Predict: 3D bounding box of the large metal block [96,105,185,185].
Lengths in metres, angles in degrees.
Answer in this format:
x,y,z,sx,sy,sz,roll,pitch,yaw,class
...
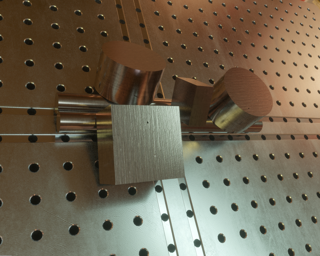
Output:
x,y,z,sx,sy,sz,roll,pitch,yaw,class
-0.023,0.019,0.346,0.081,0.050,0.080,-1,82,-29,large metal block

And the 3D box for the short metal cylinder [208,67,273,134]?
x,y,z,sx,sy,sz,roll,pitch,yaw,class
0.110,-0.039,0.439,0.081,0.050,0.080,14,56,-21,short metal cylinder

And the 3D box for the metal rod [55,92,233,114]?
x,y,z,sx,sy,sz,roll,pitch,yaw,class
0.014,-0.028,0.428,0.303,0.025,0.025,0,62,-28,metal rod

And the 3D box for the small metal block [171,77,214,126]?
x,y,z,sx,sy,sz,roll,pitch,yaw,class
0.039,-0.034,0.393,0.025,0.050,0.050,1,19,-28,small metal block

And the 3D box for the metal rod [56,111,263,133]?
x,y,z,sx,sy,sz,roll,pitch,yaw,class
0.020,-0.006,0.418,0.303,0.025,0.025,0,62,-28,metal rod

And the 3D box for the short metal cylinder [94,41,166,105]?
x,y,z,sx,sy,sz,roll,pitch,yaw,class
-0.038,-0.069,0.391,0.081,0.050,0.080,15,33,-9,short metal cylinder
